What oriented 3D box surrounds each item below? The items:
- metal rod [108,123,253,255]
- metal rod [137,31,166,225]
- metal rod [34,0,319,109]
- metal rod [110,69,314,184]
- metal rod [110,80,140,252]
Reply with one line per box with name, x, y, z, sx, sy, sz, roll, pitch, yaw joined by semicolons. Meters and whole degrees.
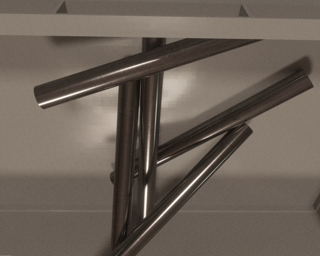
metal rod;0.009;0.105;0.402;0.300;0.025;0.025;-45;122;-4
metal rod;-0.015;0.027;0.405;0.025;0.025;0.298;2;122;-3
metal rod;0.021;-0.076;0.314;0.302;0.025;0.025;-17;129;2
metal rod;0.053;0.010;0.418;0.300;0.025;0.025;-30;125;22
metal rod;-0.047;0.082;0.400;0.025;0.025;0.298;4;106;-4
